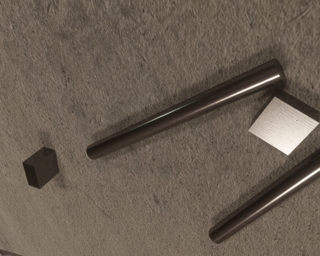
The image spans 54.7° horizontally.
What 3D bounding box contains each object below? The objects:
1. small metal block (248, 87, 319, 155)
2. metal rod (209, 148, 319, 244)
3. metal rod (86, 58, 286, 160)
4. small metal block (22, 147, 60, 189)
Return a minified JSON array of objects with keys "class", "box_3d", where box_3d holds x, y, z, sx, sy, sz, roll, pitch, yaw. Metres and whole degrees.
[{"class":"small metal block","box_3d":[0.132,-0.007,0.333,0.050,0.025,0.050,33,128,6]},{"class":"metal rod","box_3d":[0.153,0.067,0.367,0.025,0.025,0.298,38,129,2]},{"class":"metal rod","box_3d":[0.007,-0.010,0.395,0.299,0.025,0.025,-23,106,36]},{"class":"small metal block","box_3d":[-0.206,0.069,0.539,0.025,0.050,0.050,14,124,20]}]
